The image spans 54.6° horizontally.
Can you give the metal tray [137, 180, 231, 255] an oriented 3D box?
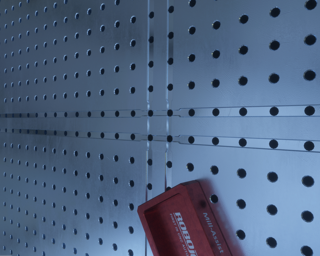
[{"bbox_3d":[0.031,0.141,0.381,0.090,0.030,0.130,-36,68,34],"label":"metal tray"}]
